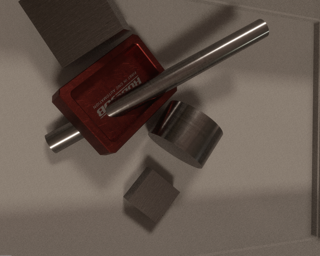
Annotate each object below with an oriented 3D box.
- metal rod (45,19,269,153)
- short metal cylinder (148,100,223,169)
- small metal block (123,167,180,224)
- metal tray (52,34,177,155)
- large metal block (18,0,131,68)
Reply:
[{"bbox_3d":[0.002,-0.055,0.381,0.301,0.025,0.025,-30,100,-6],"label":"metal rod"},{"bbox_3d":[0.032,0.009,0.394,0.080,0.080,0.050,37,78,-17],"label":"short metal cylinder"},{"bbox_3d":[-0.011,0.088,0.408,0.050,0.025,0.050,42,77,-16],"label":"small metal block"},{"bbox_3d":[-0.048,-0.042,0.372,0.090,0.030,0.131,51,58,-13],"label":"metal tray"},{"bbox_3d":[-0.091,-0.124,0.347,0.080,0.050,0.080,-29,102,11],"label":"large metal block"}]
